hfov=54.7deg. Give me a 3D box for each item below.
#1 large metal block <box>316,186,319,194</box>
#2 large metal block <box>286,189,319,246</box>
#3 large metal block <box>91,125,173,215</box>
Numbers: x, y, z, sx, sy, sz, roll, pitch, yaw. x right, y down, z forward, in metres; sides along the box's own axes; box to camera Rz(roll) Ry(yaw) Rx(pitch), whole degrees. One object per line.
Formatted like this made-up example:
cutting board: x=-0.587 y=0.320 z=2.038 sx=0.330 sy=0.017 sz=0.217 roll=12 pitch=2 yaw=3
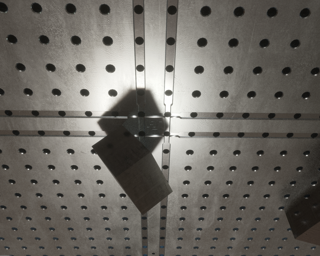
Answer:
large metal block: x=0.302 y=0.108 z=0.472 sx=0.050 sy=0.080 sz=0.079 roll=20 pitch=127 yaw=-17
large metal block: x=0.283 y=0.158 z=0.535 sx=0.081 sy=0.050 sz=0.079 roll=19 pitch=127 yaw=-16
large metal block: x=-0.037 y=0.054 z=0.412 sx=0.050 sy=0.080 sz=0.080 roll=-36 pitch=129 yaw=-13
